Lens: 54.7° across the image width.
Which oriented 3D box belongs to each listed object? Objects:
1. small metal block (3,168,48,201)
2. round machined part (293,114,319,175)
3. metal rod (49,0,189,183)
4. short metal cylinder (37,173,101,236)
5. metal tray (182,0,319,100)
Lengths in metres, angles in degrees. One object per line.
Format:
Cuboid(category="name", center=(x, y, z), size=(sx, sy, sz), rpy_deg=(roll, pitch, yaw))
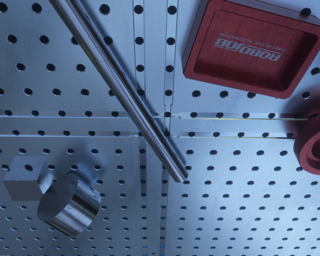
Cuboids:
Cuboid(category="small metal block", center=(-0.208, 0.089, 0.484), size=(0.050, 0.025, 0.050), rpy_deg=(0, 130, -1))
Cuboid(category="round machined part", center=(0.231, 0.017, 0.418), size=(0.099, 0.042, 0.097), rpy_deg=(-1, 130, 0))
Cuboid(category="metal rod", center=(-0.033, -0.029, 0.386), size=(0.025, 0.025, 0.299), rpy_deg=(-20, 128, 16))
Cuboid(category="short metal cylinder", center=(-0.138, 0.116, 0.472), size=(0.080, 0.080, 0.050), rpy_deg=(-27, 125, 21))
Cuboid(category="metal tray", center=(0.098, -0.086, 0.336), size=(0.131, 0.030, 0.089), rpy_deg=(11, 129, -10))
